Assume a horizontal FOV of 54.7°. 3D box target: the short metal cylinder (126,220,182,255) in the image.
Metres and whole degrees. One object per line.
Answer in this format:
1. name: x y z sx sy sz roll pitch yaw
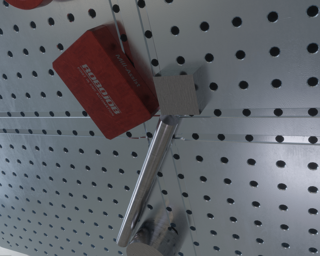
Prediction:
1. short metal cylinder: -0.010 0.205 0.527 0.080 0.050 0.079 13 124 21

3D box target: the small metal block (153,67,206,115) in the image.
1. small metal block: 0.024 -0.043 0.372 0.050 0.025 0.050 1 119 27

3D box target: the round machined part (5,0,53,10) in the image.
1. round machined part: -0.155 -0.193 0.363 0.098 0.042 0.097 13 124 21

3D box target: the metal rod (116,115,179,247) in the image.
1. metal rod: -0.029 0.100 0.488 0.025 0.025 0.298 28 128 10

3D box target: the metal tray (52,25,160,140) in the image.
1. metal tray: -0.072 -0.056 0.411 0.090 0.030 0.130 -26 104 37
